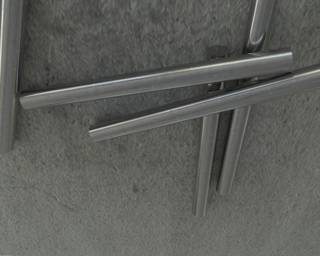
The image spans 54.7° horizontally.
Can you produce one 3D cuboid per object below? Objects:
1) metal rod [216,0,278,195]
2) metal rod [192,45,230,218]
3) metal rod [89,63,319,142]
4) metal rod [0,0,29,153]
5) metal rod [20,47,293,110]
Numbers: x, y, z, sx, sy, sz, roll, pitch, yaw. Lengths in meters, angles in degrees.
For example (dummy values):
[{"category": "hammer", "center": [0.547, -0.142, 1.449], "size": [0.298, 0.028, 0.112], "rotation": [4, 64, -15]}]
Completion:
[{"category": "metal rod", "center": [0.102, -0.017, 0.394], "size": [0.025, 0.025, 0.298], "rotation": [0, 130, -1]}, {"category": "metal rod", "center": [0.065, 0.029, 0.433], "size": [0.025, 0.025, 0.298], "rotation": [-1, 130, 0]}, {"category": "metal rod", "center": [0.048, -0.025, 0.355], "size": [0.300, 0.025, 0.025], "rotation": [-13, 130, 22]}, {"category": "metal rod", "center": [-0.161, -0.081, 0.335], "size": [0.025, 0.025, 0.298], "rotation": [16, 128, -14]}, {"category": "metal rod", "center": [-0.016, -0.051, 0.341], "size": [0.301, 0.025, 0.025], "rotation": [-7, 130, 13]}]
